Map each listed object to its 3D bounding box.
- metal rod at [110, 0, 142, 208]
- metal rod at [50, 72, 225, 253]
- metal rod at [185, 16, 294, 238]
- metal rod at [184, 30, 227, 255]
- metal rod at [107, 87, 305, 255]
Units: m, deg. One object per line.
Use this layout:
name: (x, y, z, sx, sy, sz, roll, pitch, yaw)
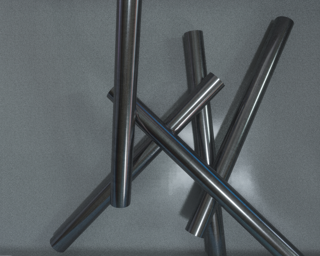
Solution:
metal rod: (-0.037, -0.050, 0.334, 0.025, 0.025, 0.298, 5, 108, 0)
metal rod: (-0.032, 0.047, 0.396, 0.025, 0.025, 0.300, 44, 95, 0)
metal rod: (0.104, -0.006, 0.395, 0.025, 0.025, 0.299, 25, 83, 0)
metal rod: (0.060, 0.022, 0.411, 0.025, 0.025, 0.298, -6, 90, 0)
metal rod: (0.054, 0.057, 0.361, 0.300, 0.025, 0.025, 43, 90, 4)
